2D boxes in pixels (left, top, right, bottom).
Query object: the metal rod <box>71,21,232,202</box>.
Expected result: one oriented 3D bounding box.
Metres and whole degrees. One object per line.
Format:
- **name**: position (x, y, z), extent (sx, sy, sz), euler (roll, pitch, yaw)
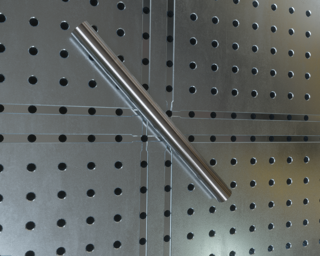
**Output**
- **metal rod**: position (-0.003, -0.012, 0.412), extent (0.025, 0.025, 0.300), euler (-45, 104, -14)
